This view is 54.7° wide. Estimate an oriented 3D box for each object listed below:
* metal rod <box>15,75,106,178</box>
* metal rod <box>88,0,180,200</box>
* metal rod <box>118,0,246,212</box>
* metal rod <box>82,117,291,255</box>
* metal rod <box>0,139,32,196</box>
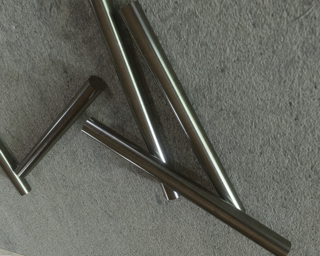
[{"bbox_3d":[-0.175,0.012,0.506,0.025,0.025,0.299,48,129,-5],"label":"metal rod"},{"bbox_3d":[-0.028,-0.032,0.401,0.025,0.025,0.298,-6,116,31],"label":"metal rod"},{"bbox_3d":[0.035,-0.009,0.382,0.025,0.025,0.299,-18,109,35],"label":"metal rod"},{"bbox_3d":[0.028,0.074,0.403,0.301,0.025,0.025,32,129,7],"label":"metal rod"},{"bbox_3d":[-0.328,0.001,0.580,0.025,0.025,0.299,-9,114,32],"label":"metal rod"}]
